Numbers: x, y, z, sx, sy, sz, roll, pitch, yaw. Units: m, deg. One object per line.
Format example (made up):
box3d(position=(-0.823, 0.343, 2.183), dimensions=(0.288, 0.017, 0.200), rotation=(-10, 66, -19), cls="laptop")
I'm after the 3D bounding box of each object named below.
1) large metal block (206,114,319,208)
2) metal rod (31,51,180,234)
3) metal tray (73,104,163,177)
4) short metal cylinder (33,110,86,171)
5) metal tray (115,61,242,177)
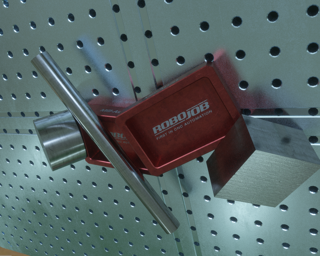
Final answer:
box3d(position=(0.109, 0.039, 0.339), dimensions=(0.081, 0.050, 0.079), rotation=(13, 131, -18), cls="large metal block")
box3d(position=(-0.068, 0.027, 0.425), dimensions=(0.025, 0.025, 0.299), rotation=(-28, 103, 37), cls="metal rod")
box3d(position=(-0.056, 0.016, 0.447), dimensions=(0.130, 0.030, 0.089), rotation=(7, 122, 24), cls="metal tray")
box3d(position=(-0.149, 0.018, 0.462), dimensions=(0.080, 0.050, 0.079), rotation=(47, 149, 41), cls="short metal cylinder")
box3d(position=(0.025, -0.008, 0.366), dimensions=(0.130, 0.030, 0.090), rotation=(-28, 104, 20), cls="metal tray")
